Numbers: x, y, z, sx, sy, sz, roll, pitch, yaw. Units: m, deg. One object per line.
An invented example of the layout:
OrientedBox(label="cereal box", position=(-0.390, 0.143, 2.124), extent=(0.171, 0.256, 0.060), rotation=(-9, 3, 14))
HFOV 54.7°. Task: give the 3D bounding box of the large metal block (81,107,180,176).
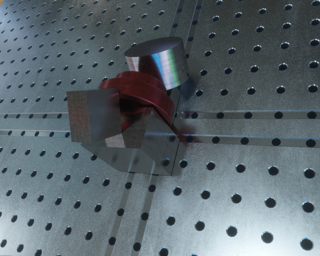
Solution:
OrientedBox(label="large metal block", position=(-0.033, 0.017, 0.377), extent=(0.080, 0.080, 0.050), rotation=(1, 62, 28))

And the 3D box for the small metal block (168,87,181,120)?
OrientedBox(label="small metal block", position=(-0.004, -0.034, 0.429), extent=(0.050, 0.025, 0.050), rotation=(1, 62, 28))

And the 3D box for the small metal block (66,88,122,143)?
OrientedBox(label="small metal block", position=(-0.066, -0.015, 0.318), extent=(0.025, 0.050, 0.050), rotation=(2, 101, 28))

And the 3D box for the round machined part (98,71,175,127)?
OrientedBox(label="round machined part", position=(-0.029, -0.034, 0.382), extent=(0.098, 0.098, 0.042), rotation=(1, 62, 28))

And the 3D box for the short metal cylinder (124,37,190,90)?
OrientedBox(label="short metal cylinder", position=(-0.003, -0.088, 0.425), extent=(0.080, 0.050, 0.080), rotation=(-12, 28, 7))
